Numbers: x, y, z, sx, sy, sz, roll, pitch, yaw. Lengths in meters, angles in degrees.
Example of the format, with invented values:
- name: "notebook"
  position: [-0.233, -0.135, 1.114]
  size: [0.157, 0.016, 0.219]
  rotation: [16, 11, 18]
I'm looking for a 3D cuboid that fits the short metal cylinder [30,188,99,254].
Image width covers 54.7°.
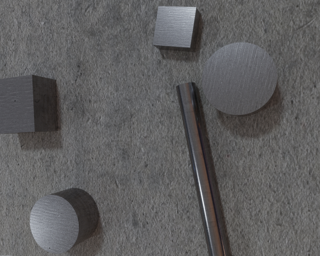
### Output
- name: "short metal cylinder"
  position: [-0.136, 0.130, 0.444]
  size: [0.080, 0.050, 0.079]
  rotation: [0, 90, 20]

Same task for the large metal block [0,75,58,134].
- name: "large metal block"
  position: [-0.205, -0.033, 0.468]
  size: [0.080, 0.050, 0.080]
  rotation: [-3, 89, 20]

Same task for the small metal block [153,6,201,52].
- name: "small metal block"
  position: [0.022, -0.128, 0.401]
  size: [0.050, 0.025, 0.050]
  rotation: [10, 93, 19]

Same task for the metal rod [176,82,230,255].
- name: "metal rod"
  position: [0.061, 0.091, 0.387]
  size: [0.025, 0.025, 0.298]
  rotation: [-12, 86, 19]

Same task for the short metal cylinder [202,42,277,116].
- name: "short metal cylinder"
  position: [0.094, -0.054, 0.362]
  size: [0.080, 0.050, 0.079]
  rotation: [0, 90, 20]
